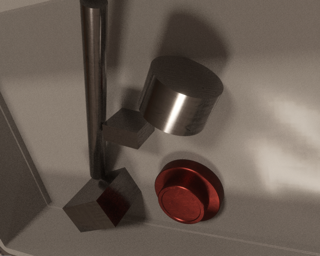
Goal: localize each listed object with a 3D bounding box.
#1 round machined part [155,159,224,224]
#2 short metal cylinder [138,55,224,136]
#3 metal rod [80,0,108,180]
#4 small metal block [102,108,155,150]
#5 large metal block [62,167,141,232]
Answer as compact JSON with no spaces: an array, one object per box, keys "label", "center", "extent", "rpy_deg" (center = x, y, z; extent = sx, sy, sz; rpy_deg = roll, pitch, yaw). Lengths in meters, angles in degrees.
[{"label":"round machined part","center":[0.037,0.096,0.437],"extent":[0.098,0.042,0.097],"rpy_deg":[13,124,20]},{"label":"short metal cylinder","center":[0.022,-0.036,0.338],"extent":[0.080,0.080,0.050],"rpy_deg":[29,128,9]},{"label":"metal rod","center":[-0.081,-0.020,0.394],"extent":[0.025,0.025,0.298],"rpy_deg":[26,141,11]},{"label":"small metal block","center":[-0.041,-0.001,0.412],"extent":[0.050,0.050,0.025],"rpy_deg":[13,124,20]},{"label":"large metal block","center":[-0.090,0.113,0.489],"extent":[0.080,0.080,0.050],"rpy_deg":[-20,108,35]}]
